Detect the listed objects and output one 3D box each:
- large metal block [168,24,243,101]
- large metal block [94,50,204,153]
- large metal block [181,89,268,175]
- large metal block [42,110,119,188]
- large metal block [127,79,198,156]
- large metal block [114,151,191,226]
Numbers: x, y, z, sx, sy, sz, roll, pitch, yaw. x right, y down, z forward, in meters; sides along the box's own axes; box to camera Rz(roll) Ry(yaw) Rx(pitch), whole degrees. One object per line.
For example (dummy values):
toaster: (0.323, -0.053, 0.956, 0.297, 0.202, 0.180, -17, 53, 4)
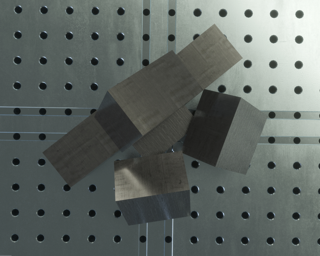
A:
large metal block: (0.046, -0.073, 0.386, 0.080, 0.080, 0.050, -39, 91, 0)
large metal block: (-0.015, -0.025, 0.323, 0.080, 0.080, 0.050, -37, 90, -25)
large metal block: (0.080, 0.007, 0.379, 0.050, 0.080, 0.080, 21, 90, 41)
large metal block: (-0.083, 0.022, 0.384, 0.080, 0.080, 0.050, -38, 90, 0)
large metal block: (-0.008, -0.011, 0.402, 0.080, 0.050, 0.080, -39, 90, 0)
large metal block: (-0.007, 0.076, 0.379, 0.080, 0.080, 0.050, -9, 54, 0)
